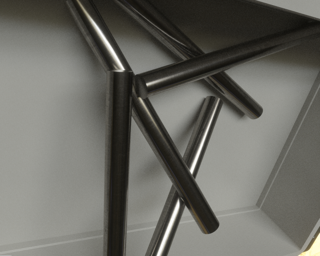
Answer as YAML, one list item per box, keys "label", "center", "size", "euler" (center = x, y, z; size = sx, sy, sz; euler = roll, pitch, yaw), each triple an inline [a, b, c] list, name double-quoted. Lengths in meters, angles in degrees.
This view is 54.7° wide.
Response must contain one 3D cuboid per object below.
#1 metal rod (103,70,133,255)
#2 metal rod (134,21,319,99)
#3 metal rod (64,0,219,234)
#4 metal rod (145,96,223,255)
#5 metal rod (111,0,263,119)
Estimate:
- label: "metal rod"
  center: [-0.047, 0.090, 0.328]
  size: [0.025, 0.025, 0.298]
  euler: [-4, 106, -27]
- label: "metal rod"
  center: [0.103, -0.091, 0.374]
  size: [0.302, 0.025, 0.025]
  euler: [-23, 128, -29]
- label: "metal rod"
  center: [-0.008, 0.000, 0.339]
  size: [0.025, 0.025, 0.299]
  euler: [-33, 108, -8]
- label: "metal rod"
  center: [0.020, 0.094, 0.389]
  size: [0.025, 0.025, 0.299]
  euler: [37, 68, -39]
- label: "metal rod"
  center: [0.045, -0.085, 0.382]
  size: [0.301, 0.025, 0.025]
  euler: [31, 101, -38]
